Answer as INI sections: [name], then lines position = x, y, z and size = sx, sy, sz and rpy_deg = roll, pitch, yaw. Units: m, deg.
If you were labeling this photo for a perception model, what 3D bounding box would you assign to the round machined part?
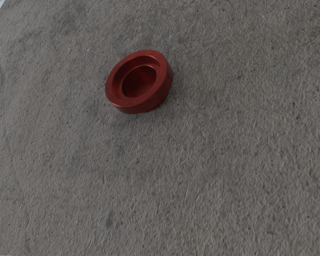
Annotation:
[round machined part]
position = -0.026, -0.061, 0.445
size = 0.098, 0.042, 0.098
rpy_deg = -13, 56, 21
